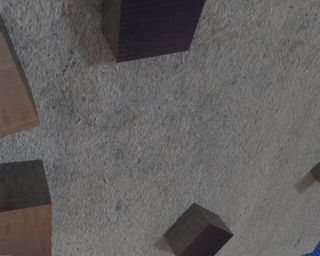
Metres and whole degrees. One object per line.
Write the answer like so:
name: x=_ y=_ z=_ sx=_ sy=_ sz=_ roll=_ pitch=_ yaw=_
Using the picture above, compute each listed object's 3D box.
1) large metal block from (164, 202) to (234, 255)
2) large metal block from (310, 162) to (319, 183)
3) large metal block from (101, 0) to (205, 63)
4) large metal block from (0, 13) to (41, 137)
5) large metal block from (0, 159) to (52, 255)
large metal block: x=0.068 y=0.188 z=0.544 sx=0.080 sy=0.050 sz=0.080 roll=-49 pitch=129 yaw=6
large metal block: x=0.376 y=0.094 z=0.634 sx=0.080 sy=0.080 sz=0.050 roll=-43 pitch=129 yaw=1
large metal block: x=-0.009 y=-0.115 z=0.295 sx=0.081 sy=0.050 sz=0.080 roll=-15 pitch=151 yaw=-20
large metal block: x=-0.146 y=-0.046 z=0.263 sx=0.050 sy=0.080 sz=0.080 roll=-20 pitch=126 yaw=-17
large metal block: x=-0.153 y=0.093 z=0.345 sx=0.050 sy=0.080 sz=0.079 roll=-4 pitch=120 yaw=-27
